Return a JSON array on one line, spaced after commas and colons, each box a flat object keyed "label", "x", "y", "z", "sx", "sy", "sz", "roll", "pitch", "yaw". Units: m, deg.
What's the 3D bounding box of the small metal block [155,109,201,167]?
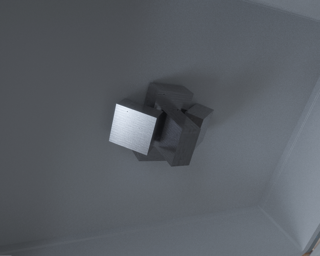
[{"label": "small metal block", "x": 0.019, "y": 0.011, "z": 0.374, "sx": 0.025, "sy": 0.050, "sz": 0.050, "roll": 0, "pitch": 118, "yaw": -29}]

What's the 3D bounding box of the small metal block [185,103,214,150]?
[{"label": "small metal block", "x": 0.046, "y": -0.001, "z": 0.415, "sx": 0.050, "sy": 0.025, "sz": 0.050, "roll": -35, "pitch": 145, "yaw": -60}]

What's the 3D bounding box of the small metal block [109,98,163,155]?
[{"label": "small metal block", "x": -0.029, "y": -0.002, "z": 0.372, "sx": 0.050, "sy": 0.025, "sz": 0.050, "roll": 20, "pitch": 115, "yaw": 10}]

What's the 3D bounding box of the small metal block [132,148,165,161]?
[{"label": "small metal block", "x": -0.004, "y": 0.016, "z": 0.414, "sx": 0.050, "sy": 0.025, "sz": 0.050, "roll": 3, "pitch": 117, "yaw": -29}]

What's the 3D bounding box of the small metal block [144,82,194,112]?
[{"label": "small metal block", "x": 0.009, "y": -0.028, "z": 0.393, "sx": 0.050, "sy": 0.025, "sz": 0.050, "roll": 2, "pitch": 118, "yaw": -30}]
